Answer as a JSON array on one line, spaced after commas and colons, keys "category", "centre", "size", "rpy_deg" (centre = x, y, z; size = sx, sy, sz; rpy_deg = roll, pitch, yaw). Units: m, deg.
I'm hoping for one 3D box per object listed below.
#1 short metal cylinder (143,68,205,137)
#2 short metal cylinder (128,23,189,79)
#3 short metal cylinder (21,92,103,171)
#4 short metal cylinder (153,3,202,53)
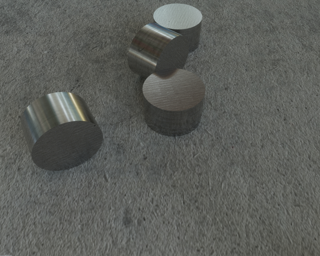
[{"category": "short metal cylinder", "centre": [0.018, -0.035, 0.416], "size": [0.080, 0.050, 0.080], "rpy_deg": [0, 50, 0]}, {"category": "short metal cylinder", "centre": [-0.001, -0.107, 0.457], "size": [0.050, 0.080, 0.080], "rpy_deg": [32, 57, 24]}, {"category": "short metal cylinder", "centre": [-0.114, 0.005, 0.363], "size": [0.081, 0.080, 0.050], "rpy_deg": [-23, 54, -18]}, {"category": "short metal cylinder", "centre": [0.029, -0.169, 0.529], "size": [0.080, 0.050, 0.080], "rpy_deg": [0, 50, 0]}]
